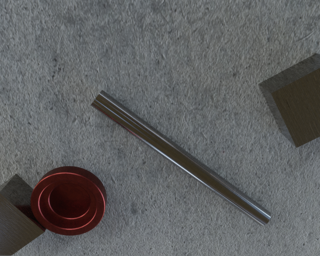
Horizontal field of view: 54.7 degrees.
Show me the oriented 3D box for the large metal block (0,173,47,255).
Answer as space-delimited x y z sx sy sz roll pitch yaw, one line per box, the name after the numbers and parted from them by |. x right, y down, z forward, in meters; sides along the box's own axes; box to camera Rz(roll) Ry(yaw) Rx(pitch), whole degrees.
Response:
-0.213 0.126 0.440 0.080 0.050 0.080 -36 107 12 | large metal block

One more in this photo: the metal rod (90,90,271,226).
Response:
0.037 0.048 0.427 0.301 0.025 0.025 36 106 -13 | metal rod

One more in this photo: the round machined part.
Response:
-0.124 0.097 0.433 0.099 0.042 0.097 -1 108 -2 | round machined part

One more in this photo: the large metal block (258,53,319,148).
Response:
0.183 -0.035 0.386 0.080 0.050 0.080 -29 108 9 | large metal block
